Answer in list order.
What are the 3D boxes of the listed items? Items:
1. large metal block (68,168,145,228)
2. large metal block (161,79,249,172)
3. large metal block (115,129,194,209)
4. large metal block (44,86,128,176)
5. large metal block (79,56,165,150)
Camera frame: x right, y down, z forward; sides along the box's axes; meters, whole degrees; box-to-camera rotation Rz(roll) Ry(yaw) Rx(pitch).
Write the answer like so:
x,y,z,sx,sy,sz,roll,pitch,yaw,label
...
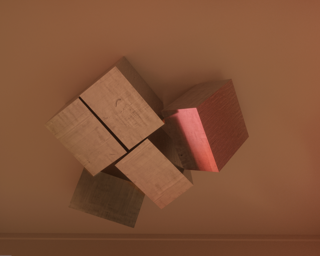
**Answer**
x,y,z,sx,sy,sz,roll,pitch,yaw,label
-0.069,0.090,0.406,0.080,0.080,0.050,21,74,-8,large metal block
0.057,-0.004,0.373,0.050,0.080,0.080,-3,117,44,large metal block
-0.006,0.041,0.395,0.050,0.080,0.080,-40,106,13,large metal block
-0.082,-0.002,0.379,0.050,0.080,0.080,-36,107,12,large metal block
-0.040,-0.033,0.367,0.050,0.080,0.080,-37,106,12,large metal block
